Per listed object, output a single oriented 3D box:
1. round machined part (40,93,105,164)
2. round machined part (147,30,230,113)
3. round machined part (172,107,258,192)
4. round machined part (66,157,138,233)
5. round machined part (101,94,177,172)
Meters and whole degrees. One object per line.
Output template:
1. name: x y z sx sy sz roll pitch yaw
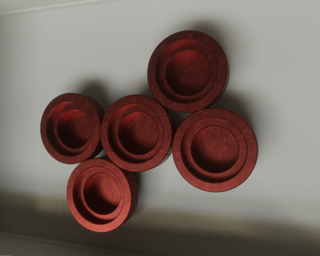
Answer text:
1. round machined part: -0.116 0.001 0.440 0.098 0.042 0.097 0 90 20
2. round machined part: 0.037 -0.067 0.386 0.098 0.042 0.097 0 90 20
3. round machined part: 0.068 0.025 0.375 0.098 0.042 0.097 0 90 20
4. round machined part: -0.074 0.088 0.424 0.098 0.042 0.097 0 90 20
5. round machined part: -0.024 0.007 0.406 0.098 0.042 0.097 0 90 20
